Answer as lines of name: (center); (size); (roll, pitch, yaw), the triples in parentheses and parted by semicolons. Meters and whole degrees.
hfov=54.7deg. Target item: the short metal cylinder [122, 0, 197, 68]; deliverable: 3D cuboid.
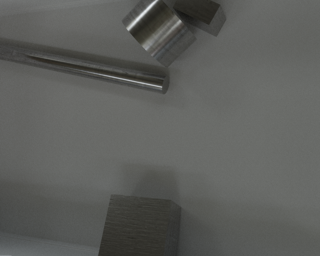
short metal cylinder: (0.000, -0.121, 0.381); (0.050, 0.080, 0.080); (-42, 77, 15)

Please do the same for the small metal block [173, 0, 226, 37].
small metal block: (0.050, -0.140, 0.379); (0.050, 0.050, 0.025); (32, 101, 17)

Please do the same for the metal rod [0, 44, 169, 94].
metal rod: (-0.131, -0.091, 0.454); (0.301, 0.025, 0.025); (14, 95, 19)

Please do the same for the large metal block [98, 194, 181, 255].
large metal block: (-0.023, 0.132, 0.390); (0.080, 0.050, 0.080); (1, 67, 19)
